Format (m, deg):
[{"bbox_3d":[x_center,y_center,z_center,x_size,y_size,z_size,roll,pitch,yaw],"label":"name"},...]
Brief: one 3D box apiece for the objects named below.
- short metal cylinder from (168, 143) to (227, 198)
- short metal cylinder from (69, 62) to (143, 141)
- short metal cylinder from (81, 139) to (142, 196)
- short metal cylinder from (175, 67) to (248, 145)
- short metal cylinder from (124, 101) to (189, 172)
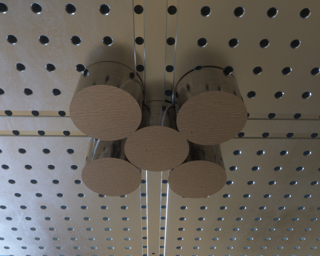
[{"bbox_3d":[0.051,0.056,0.443,0.081,0.050,0.079,0,130,0],"label":"short metal cylinder"},{"bbox_3d":[-0.061,-0.031,0.367,0.081,0.050,0.079,0,130,0],"label":"short metal cylinder"},{"bbox_3d":[-0.065,0.052,0.437,0.081,0.050,0.079,0,130,0],"label":"short metal cylinder"},{"bbox_3d":[0.059,-0.025,0.372,0.081,0.050,0.079,0,130,0],"label":"short metal cylinder"},{"bbox_3d":[-0.004,0.012,0.404,0.081,0.050,0.079,0,130,0],"label":"short metal cylinder"}]
